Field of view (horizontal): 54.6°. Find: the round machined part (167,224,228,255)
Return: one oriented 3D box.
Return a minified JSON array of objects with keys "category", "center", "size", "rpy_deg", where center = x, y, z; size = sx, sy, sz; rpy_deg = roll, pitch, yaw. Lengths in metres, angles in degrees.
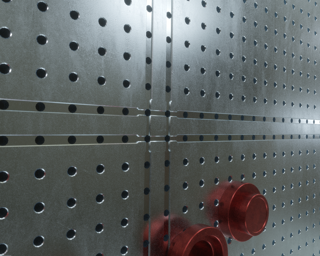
[{"category":"round machined part","center":[0.049,0.185,0.438],"size":[0.099,0.042,0.097],"rpy_deg":[0,90,-40]}]

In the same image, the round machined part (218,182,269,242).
[{"category":"round machined part","center":[0.146,0.141,0.519],"size":[0.099,0.042,0.097],"rpy_deg":[0,90,-40]}]
